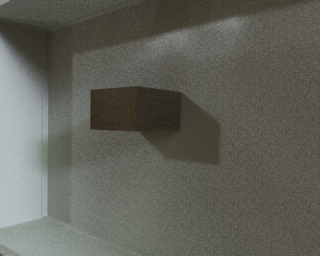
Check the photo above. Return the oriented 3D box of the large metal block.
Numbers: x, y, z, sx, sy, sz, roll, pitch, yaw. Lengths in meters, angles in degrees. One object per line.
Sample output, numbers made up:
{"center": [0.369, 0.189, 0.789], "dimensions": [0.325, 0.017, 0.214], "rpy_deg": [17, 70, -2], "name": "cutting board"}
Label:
{"center": [-0.031, -0.022, 0.395], "dimensions": [0.080, 0.081, 0.050], "rpy_deg": [2, 91, 40], "name": "large metal block"}
